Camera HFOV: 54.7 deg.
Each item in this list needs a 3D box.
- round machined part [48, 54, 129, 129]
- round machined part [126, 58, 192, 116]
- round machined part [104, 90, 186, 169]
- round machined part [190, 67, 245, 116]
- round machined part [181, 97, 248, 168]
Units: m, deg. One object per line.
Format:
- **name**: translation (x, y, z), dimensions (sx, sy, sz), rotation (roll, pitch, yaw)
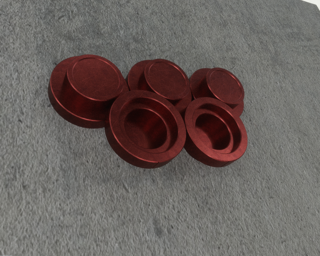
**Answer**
- **round machined part**: translation (-0.084, -0.052, 0.382), dimensions (0.099, 0.042, 0.098), rotation (14, 56, -21)
- **round machined part**: translation (0.002, -0.057, 0.432), dimensions (0.099, 0.042, 0.098), rotation (14, 56, -21)
- **round machined part**: translation (-0.021, 0.005, 0.381), dimensions (0.099, 0.042, 0.098), rotation (14, 56, -21)
- **round machined part**: translation (0.090, -0.054, 0.478), dimensions (0.099, 0.042, 0.098), rotation (14, 56, -21)
- **round machined part**: translation (0.068, 0.009, 0.427), dimensions (0.099, 0.042, 0.098), rotation (14, 56, -21)
